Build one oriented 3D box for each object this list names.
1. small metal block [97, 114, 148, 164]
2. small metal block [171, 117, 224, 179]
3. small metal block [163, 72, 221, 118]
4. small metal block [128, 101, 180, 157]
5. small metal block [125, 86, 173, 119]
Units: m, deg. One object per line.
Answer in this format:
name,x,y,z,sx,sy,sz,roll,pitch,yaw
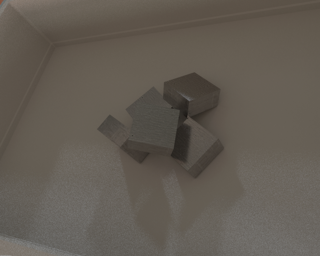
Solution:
small metal block,-0.045,0.015,0.400,0.050,0.050,0.025,33,80,38
small metal block,0.038,0.023,0.368,0.050,0.025,0.050,-46,52,-4
small metal block,0.040,-0.043,0.394,0.050,0.025,0.050,-22,45,-28
small metal block,-0.007,0.001,0.359,0.050,0.025,0.050,12,63,-3
small metal block,-0.011,-0.021,0.419,0.050,0.025,0.050,-39,51,1
